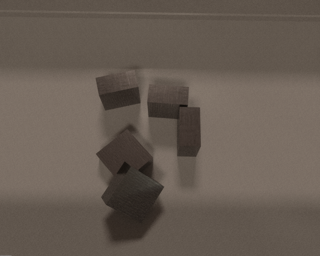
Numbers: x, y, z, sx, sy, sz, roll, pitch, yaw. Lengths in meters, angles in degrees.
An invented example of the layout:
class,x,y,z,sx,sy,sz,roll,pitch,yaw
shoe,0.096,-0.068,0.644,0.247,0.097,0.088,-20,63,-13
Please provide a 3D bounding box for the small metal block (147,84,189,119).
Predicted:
class,x,y,z,sx,sy,sz,roll,pitch,yaw
small metal block,0.010,-0.033,0.409,0.050,0.050,0.025,4,70,1

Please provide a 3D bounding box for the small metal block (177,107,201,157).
class,x,y,z,sx,sy,sz,roll,pitch,yaw
small metal block,0.036,0.006,0.395,0.025,0.050,0.050,1,70,0

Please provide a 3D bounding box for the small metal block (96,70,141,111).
class,x,y,z,sx,sy,sz,roll,pitch,yaw
small metal block,-0.054,-0.049,0.414,0.050,0.050,0.025,-13,71,-5

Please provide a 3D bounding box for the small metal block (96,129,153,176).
class,x,y,z,sx,sy,sz,roll,pitch,yaw
small metal block,-0.044,0.038,0.395,0.050,0.025,0.050,-40,75,-13

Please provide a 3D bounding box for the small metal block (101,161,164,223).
class,x,y,z,sx,sy,sz,roll,pitch,yaw
small metal block,-0.032,0.075,0.365,0.050,0.025,0.050,36,83,-23
